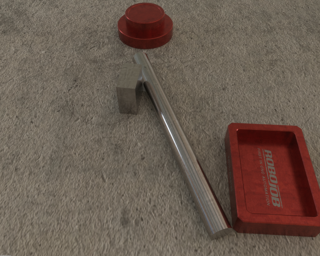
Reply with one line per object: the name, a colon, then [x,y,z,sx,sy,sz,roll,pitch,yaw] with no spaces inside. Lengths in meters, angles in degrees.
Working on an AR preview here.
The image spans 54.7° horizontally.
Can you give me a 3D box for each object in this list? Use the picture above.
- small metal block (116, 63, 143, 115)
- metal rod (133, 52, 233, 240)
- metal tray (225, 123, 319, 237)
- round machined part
small metal block: [-0.041,-0.054,0.432,0.025,0.050,0.050,6,50,4]
metal rod: [0.015,-0.002,0.404,0.025,0.025,0.299,-14,52,-12]
metal tray: [0.126,0.054,0.356,0.091,0.030,0.130,3,50,2]
round machined part: [-0.026,-0.186,0.548,0.099,0.042,0.098,0,50,0]
